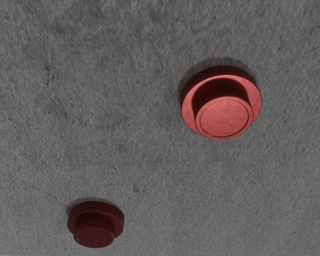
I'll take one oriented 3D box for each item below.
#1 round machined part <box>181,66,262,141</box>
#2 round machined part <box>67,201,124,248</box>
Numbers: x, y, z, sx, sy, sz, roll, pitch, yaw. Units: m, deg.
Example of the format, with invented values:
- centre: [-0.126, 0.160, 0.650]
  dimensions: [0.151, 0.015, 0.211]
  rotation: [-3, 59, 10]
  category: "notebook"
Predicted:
- centre: [0.075, -0.023, 0.378]
  dimensions: [0.099, 0.042, 0.097]
  rotation: [-1, 130, 0]
  category: "round machined part"
- centre: [-0.113, 0.175, 0.544]
  dimensions: [0.099, 0.042, 0.097]
  rotation: [-1, 130, 0]
  category: "round machined part"
